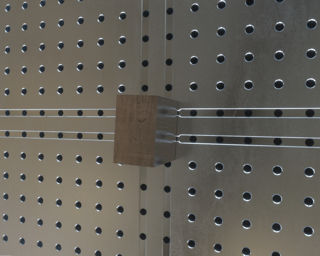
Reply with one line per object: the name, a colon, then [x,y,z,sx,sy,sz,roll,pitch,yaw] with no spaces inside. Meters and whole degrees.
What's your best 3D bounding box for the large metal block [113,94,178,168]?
large metal block: [-0.015,0.002,0.387,0.050,0.080,0.079,4,91,20]
